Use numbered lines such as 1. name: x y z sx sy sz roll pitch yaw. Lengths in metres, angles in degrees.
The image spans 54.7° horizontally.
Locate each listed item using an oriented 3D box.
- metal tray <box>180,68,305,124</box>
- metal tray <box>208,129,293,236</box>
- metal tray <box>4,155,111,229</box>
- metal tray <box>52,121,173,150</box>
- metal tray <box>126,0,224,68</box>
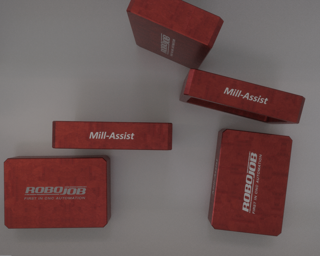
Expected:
1. metal tray: 0.093 -0.035 0.379 0.131 0.090 0.030 14 90 0
2. metal tray: 0.118 0.070 0.410 0.091 0.030 0.129 7 90 0
3. metal tray: -0.133 0.083 0.408 0.131 0.030 0.089 -1 90 0
4. metal tray: -0.052 0.008 0.378 0.131 0.090 0.030 1 90 0
5. metal tray: 0.015 -0.109 0.359 0.090 0.130 0.030 23 90 0
